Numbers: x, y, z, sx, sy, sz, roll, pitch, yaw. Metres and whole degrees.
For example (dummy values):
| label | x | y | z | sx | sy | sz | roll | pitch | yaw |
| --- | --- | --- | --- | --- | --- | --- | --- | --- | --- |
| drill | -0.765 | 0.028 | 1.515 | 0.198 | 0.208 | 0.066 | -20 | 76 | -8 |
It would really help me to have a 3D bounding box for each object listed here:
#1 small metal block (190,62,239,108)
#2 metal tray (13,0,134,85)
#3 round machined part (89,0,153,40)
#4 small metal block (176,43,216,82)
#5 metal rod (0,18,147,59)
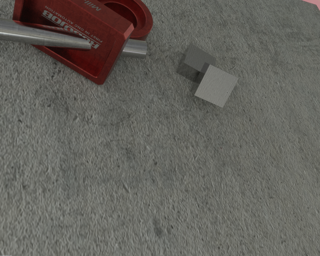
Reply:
| label | x | y | z | sx | sy | sz | roll | pitch | yaw |
| --- | --- | --- | --- | --- | --- | --- | --- | --- | --- |
| small metal block | 0.082 | -0.065 | 0.471 | 0.050 | 0.050 | 0.025 | 22 | 14 | -16 |
| metal tray | -0.108 | -0.120 | 0.376 | 0.130 | 0.089 | 0.030 | 31 | 46 | -9 |
| round machined part | -0.064 | -0.157 | 0.456 | 0.099 | 0.042 | 0.098 | 14 | 56 | -21 |
| small metal block | 0.060 | -0.101 | 0.500 | 0.050 | 0.025 | 0.050 | 27 | 52 | -12 |
| metal rod | -0.162 | -0.114 | 0.369 | 0.303 | 0.025 | 0.025 | 3 | 60 | -21 |
